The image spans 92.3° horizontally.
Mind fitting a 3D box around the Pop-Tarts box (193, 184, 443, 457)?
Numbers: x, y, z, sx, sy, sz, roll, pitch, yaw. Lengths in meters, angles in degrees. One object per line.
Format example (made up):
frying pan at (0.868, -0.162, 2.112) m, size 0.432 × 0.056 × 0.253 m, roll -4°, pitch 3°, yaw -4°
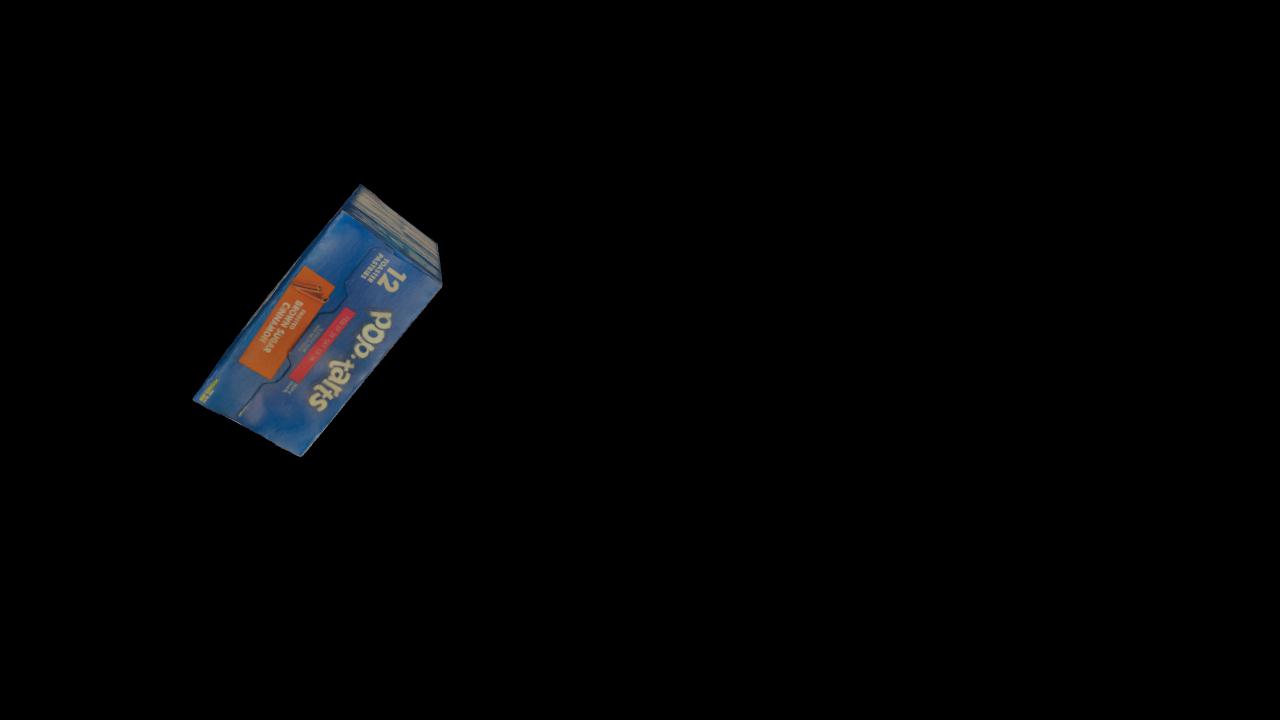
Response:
Pop-Tarts box at (-0.239, -0.039, 0.478) m, size 0.083 × 0.167 × 0.141 m, roll 38°, pitch 6°, yaw -29°
